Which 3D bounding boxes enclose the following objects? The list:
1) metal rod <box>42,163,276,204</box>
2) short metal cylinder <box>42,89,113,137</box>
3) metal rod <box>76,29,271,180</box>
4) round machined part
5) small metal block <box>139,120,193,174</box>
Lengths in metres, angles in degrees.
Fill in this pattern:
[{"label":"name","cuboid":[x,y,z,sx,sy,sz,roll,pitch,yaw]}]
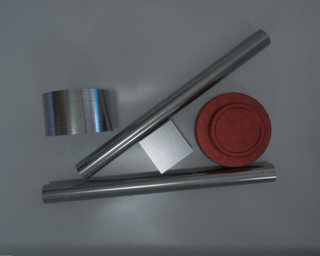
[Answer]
[{"label":"metal rod","cuboid":[-0.001,0.073,0.410,0.302,0.025,0.025,-5,90,-1]},{"label":"short metal cylinder","cuboid":[-0.100,-0.018,0.382,0.081,0.080,0.050,-5,90,-1]},{"label":"metal rod","cuboid":[0.018,-0.031,0.410,0.301,0.025,0.025,-36,90,-1]},{"label":"round machined part","cuboid":[0.096,0.003,0.401,0.099,0.042,0.097,0,90,-1]},{"label":"small metal block","cuboid":[0.008,0.024,0.409,0.050,0.025,0.050,-36,90,0]}]
